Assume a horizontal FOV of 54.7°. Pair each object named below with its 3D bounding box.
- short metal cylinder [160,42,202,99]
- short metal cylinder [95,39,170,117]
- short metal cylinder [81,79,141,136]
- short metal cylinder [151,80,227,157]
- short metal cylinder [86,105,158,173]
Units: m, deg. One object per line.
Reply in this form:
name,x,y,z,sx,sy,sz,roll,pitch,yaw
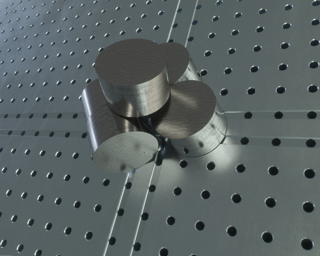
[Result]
short metal cylinder,0.011,-0.071,0.427,0.080,0.050,0.080,-13,56,20
short metal cylinder,-0.030,-0.059,0.360,0.080,0.050,0.080,-2,51,3
short metal cylinder,-0.062,-0.025,0.419,0.080,0.080,0.050,-30,52,9
short metal cylinder,0.036,-0.011,0.378,0.080,0.050,0.080,-13,56,20
short metal cylinder,-0.048,0.013,0.389,0.080,0.080,0.050,-30,52,9
